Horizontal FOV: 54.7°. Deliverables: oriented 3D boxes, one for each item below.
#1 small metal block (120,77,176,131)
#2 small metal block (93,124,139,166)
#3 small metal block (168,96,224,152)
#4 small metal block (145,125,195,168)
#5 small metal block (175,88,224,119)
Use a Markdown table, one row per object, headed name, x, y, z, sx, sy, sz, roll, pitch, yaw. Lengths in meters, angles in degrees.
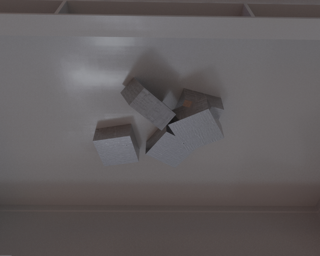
| name | x | y | z | sx | sy | sz | roll | pitch | yaw |
| --- | --- | --- | --- | --- | --- | --- | --- | --- | --- |
| small metal block | -0.015 | -0.029 | 0.364 | 0.050 | 0.050 | 0.025 | 38 | 96 | -28 |
| small metal block | -0.059 | 0.024 | 0.429 | 0.050 | 0.025 | 0.050 | -8 | 130 | 7 |
| small metal block | 0.043 | -0.004 | 0.373 | 0.050 | 0.025 | 0.050 | -22 | 127 | 17 |
| small metal block | 0.015 | 0.023 | 0.428 | 0.050 | 0.025 | 0.050 | 27 | 125 | -22 |
| small metal block | 0.046 | -0.018 | 0.394 | 0.050 | 0.025 | 0.050 | 13 | 129 | -11 |
